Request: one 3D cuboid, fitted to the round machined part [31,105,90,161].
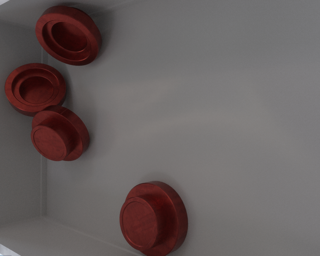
[{"bbox_3d":[-0.169,0.015,0.506,0.098,0.042,0.097,11,124,17],"label":"round machined part"}]

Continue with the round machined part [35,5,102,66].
[{"bbox_3d":[-0.139,-0.148,0.486,0.098,0.098,0.042,-21,42,38],"label":"round machined part"}]

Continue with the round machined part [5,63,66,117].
[{"bbox_3d":[-0.217,-0.063,0.550,0.042,0.099,0.098,120,131,-63],"label":"round machined part"}]

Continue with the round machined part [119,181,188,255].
[{"bbox_3d":[-0.015,0.122,0.409,0.098,0.042,0.097,0,90,40],"label":"round machined part"}]
